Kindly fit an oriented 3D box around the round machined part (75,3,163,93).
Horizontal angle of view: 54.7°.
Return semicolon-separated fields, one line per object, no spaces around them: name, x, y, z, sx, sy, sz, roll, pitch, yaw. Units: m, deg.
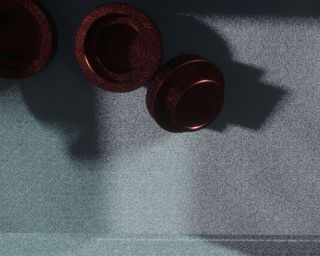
round machined part;-0.045;-0.092;0.363;0.099;0.042;0.097;2;105;6

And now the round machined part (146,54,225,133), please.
round machined part;0.037;-0.034;0.368;0.099;0.042;0.097;-16;129;-20

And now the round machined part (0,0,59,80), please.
round machined part;-0.168;-0.109;0.361;0.099;0.042;0.097;0;110;0
